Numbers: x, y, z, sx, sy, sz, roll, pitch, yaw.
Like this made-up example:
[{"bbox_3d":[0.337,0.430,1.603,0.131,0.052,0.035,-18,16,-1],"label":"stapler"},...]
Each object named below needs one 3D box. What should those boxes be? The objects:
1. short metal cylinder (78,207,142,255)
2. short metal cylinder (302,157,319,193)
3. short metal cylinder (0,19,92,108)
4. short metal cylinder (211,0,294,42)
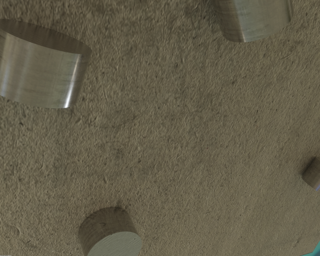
[{"bbox_3d":[-0.073,0.163,0.451,0.081,0.050,0.079,-14,124,-21],"label":"short metal cylinder"},{"bbox_3d":[0.333,0.101,0.615,0.081,0.080,0.050,18,109,-35],"label":"short metal cylinder"},{"bbox_3d":[-0.107,-0.058,0.277,0.081,0.080,0.050,9,114,-32],"label":"short metal cylinder"},{"bbox_3d":[0.100,-0.139,0.340,0.080,0.080,0.050,-35,129,-5],"label":"short metal cylinder"}]
